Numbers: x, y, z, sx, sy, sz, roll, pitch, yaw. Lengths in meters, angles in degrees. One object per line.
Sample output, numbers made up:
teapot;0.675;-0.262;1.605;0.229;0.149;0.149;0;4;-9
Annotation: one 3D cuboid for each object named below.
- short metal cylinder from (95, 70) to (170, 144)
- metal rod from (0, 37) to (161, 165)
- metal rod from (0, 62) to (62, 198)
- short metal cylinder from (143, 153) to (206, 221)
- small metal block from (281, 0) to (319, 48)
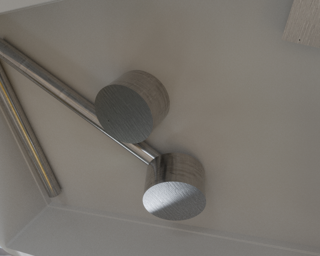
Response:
short metal cylinder;-0.034;-0.027;0.392;0.080;0.050;0.079;13;124;20
metal rod;-0.121;-0.036;0.447;0.301;0.025;0.025;36;129;4
metal rod;-0.236;-0.007;0.525;0.025;0.025;0.298;-2;118;29
short metal cylinder;0.020;0.079;0.413;0.080;0.050;0.079;2;129;3
small metal block;0.141;-0.100;0.272;0.050;0.025;0.050;19;126;17
